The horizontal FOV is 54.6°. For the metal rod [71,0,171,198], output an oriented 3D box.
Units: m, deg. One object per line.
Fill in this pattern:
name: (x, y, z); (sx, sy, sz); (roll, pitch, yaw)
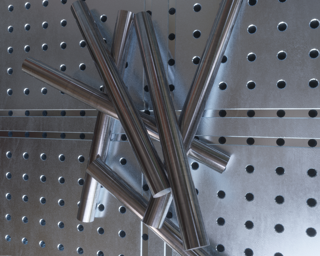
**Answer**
metal rod: (-0.057, -0.053, 0.395); (0.025, 0.025, 0.299); (-34, 66, 17)

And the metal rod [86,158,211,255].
metal rod: (0.024, 0.143, 0.392); (0.300, 0.025, 0.025); (39, 103, 11)

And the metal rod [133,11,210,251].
metal rod: (0.006, -0.017, 0.360); (0.025, 0.025, 0.299); (-22, 64, 19)

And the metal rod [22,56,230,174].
metal rod: (-0.051, -0.021, 0.408); (0.301, 0.025, 0.025); (27, 99, 9)

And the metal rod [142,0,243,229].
metal rod: (0.042, -0.028, 0.371); (0.025, 0.025, 0.299); (19, 86, 19)

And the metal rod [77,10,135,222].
metal rod: (-0.077, -0.013, 0.440); (0.025, 0.025, 0.298); (14, 95, 19)
